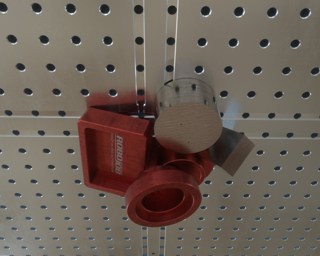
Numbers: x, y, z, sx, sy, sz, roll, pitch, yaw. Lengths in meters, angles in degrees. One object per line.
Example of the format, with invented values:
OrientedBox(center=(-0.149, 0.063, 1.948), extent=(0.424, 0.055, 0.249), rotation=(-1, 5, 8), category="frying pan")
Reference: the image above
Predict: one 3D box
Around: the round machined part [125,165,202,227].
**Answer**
OrientedBox(center=(0.002, 0.087, 0.412), extent=(0.099, 0.042, 0.097), rotation=(-7, 133, -8), category="round machined part")

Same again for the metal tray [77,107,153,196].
OrientedBox(center=(-0.061, 0.039, 0.427), extent=(0.090, 0.030, 0.129), rotation=(13, 130, 7), category="metal tray")

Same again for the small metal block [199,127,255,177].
OrientedBox(center=(0.087, 0.029, 0.409), extent=(0.025, 0.050, 0.050), rotation=(39, 85, -28), category="small metal block")

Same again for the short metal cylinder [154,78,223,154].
OrientedBox(center=(0.033, -0.014, 0.383), extent=(0.081, 0.050, 0.079), rotation=(0, 130, 0), category="short metal cylinder")

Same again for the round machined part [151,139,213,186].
OrientedBox(center=(0.029, 0.054, 0.446), extent=(0.099, 0.042, 0.097), rotation=(-1, 130, 0), category="round machined part")
